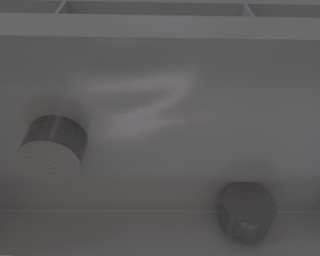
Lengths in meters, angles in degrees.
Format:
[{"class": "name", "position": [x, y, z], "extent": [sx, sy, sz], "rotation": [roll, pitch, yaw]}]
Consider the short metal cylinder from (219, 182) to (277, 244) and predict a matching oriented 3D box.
[{"class": "short metal cylinder", "position": [0.136, 0.132, 0.486], "extent": [0.081, 0.080, 0.050], "rotation": [1, 130, -1]}]

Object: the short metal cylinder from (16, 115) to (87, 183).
[{"class": "short metal cylinder", "position": [-0.143, 0.029, 0.416], "extent": [0.081, 0.050, 0.079], "rotation": [0, 130, 0]}]
